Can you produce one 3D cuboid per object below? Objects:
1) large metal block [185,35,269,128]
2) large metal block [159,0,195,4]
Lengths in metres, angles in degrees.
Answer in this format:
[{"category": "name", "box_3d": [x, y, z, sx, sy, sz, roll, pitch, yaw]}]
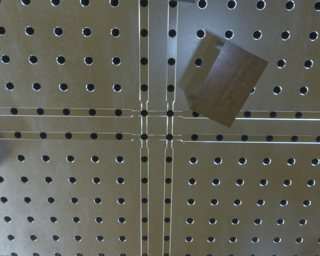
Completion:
[{"category": "large metal block", "box_3d": [0.072, -0.058, 0.363, 0.050, 0.080, 0.080, 24, 108, -9]}, {"category": "large metal block", "box_3d": [0.002, -0.181, 0.333, 0.080, 0.050, 0.079, 7, 110, -3]}]
